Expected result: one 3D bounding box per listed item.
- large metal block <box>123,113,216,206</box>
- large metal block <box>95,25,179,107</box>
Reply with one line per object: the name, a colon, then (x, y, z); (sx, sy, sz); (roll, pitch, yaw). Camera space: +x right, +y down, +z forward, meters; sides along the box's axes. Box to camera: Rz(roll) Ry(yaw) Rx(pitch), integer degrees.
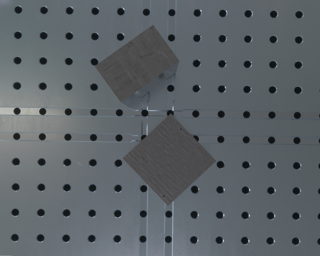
large metal block: (0.012, 0.038, 0.401); (0.080, 0.050, 0.080); (-43, 90, 0)
large metal block: (-0.026, -0.072, 0.386); (0.080, 0.080, 0.050); (-36, 90, 0)
